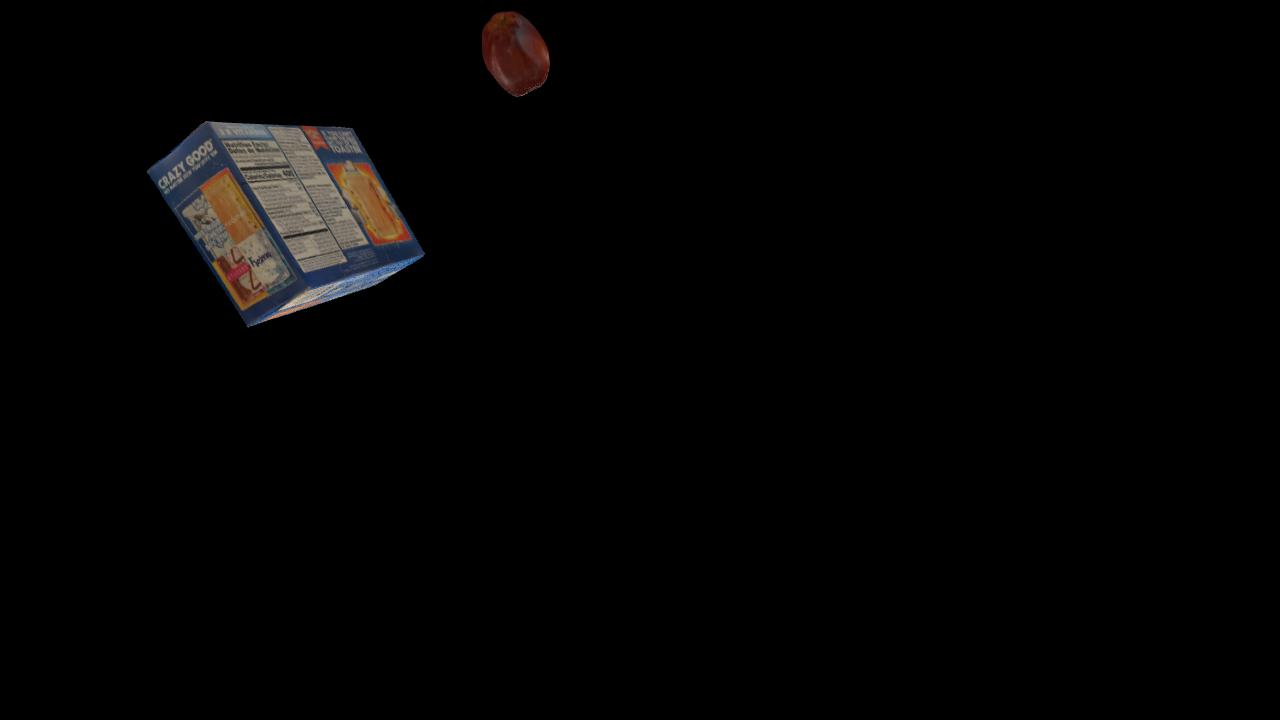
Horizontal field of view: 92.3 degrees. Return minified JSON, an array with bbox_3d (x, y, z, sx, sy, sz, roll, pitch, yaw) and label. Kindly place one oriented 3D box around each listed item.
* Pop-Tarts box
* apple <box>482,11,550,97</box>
[{"bbox_3d":[-0.300,-0.126,0.550,0.083,0.141,0.167,-23,12,19],"label":"Pop-Tarts box"},{"bbox_3d":[-0.148,-0.364,0.733,0.079,0.079,0.093,0,-20,15],"label":"apple"}]
